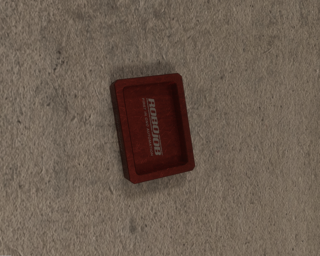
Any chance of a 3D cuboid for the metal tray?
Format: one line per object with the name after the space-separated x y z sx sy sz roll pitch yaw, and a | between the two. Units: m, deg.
-0.009 -0.001 0.403 0.091 0.030 0.129 -10 94 -20 | metal tray
